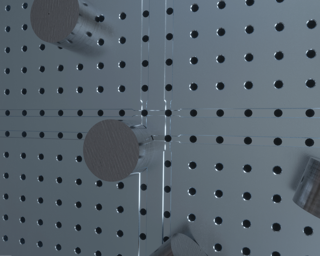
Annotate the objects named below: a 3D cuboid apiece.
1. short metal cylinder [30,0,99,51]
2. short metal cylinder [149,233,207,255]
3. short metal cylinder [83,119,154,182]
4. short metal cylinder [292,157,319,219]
[{"bbox_3d":[-0.136,-0.157,0.446,0.080,0.050,0.079,0,90,19],"label":"short metal cylinder"},{"bbox_3d":[0.025,0.177,0.374,0.050,0.080,0.080,-45,76,14],"label":"short metal cylinder"},{"bbox_3d":[-0.055,0.028,0.418,0.080,0.050,0.079,0,90,19],"label":"short metal cylinder"},{"bbox_3d":[0.186,0.068,0.318,0.080,0.080,0.050,22,97,18],"label":"short metal cylinder"}]
